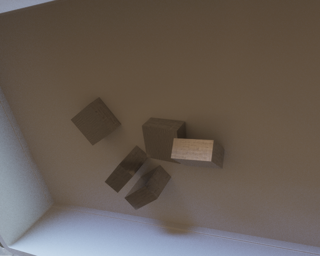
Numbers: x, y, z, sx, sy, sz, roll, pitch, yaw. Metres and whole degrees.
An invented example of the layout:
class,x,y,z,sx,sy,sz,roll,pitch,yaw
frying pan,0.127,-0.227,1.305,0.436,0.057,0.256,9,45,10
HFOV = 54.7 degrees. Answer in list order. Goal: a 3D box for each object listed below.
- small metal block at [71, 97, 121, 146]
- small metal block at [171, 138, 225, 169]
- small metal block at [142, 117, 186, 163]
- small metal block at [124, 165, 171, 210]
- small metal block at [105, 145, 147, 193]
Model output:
class,x,y,z,sx,sy,sz,roll,pitch,yaw
small metal block,-0.094,-0.009,0.453,0.050,0.025,0.050,-31,101,38
small metal block,0.048,0.032,0.385,0.050,0.025,0.050,2,164,27
small metal block,0.007,0.016,0.414,0.050,0.025,0.050,8,122,26
small metal block,-0.017,0.087,0.456,0.025,0.050,0.050,48,129,-6
small metal block,-0.048,0.060,0.455,0.025,0.050,0.050,41,129,0
